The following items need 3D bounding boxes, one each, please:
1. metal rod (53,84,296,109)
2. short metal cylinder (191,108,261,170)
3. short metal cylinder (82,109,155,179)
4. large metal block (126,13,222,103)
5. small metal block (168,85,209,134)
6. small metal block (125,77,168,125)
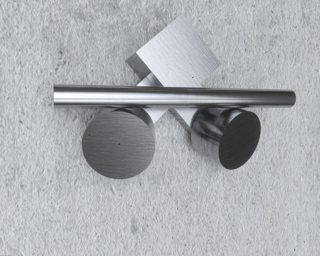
[{"bbox_3d":[0.033,-0.036,0.368,0.303,0.025,0.025,-2,91,-20],"label":"metal rod"},{"bbox_3d":[0.089,0.009,0.415,0.081,0.050,0.079,-16,117,-33],"label":"short metal cylinder"},{"bbox_3d":[-0.046,0.013,0.365,0.081,0.050,0.079,0,107,-1],"label":"short metal cylinder"},{"bbox_3d":[0.017,-0.085,0.401,0.080,0.050,0.080,-44,104,-15],"label":"large metal block"},{"bbox_3d":[0.045,-0.027,0.427,0.050,0.025,0.050,-45,104,-14],"label":"small metal block"},{"bbox_3d":[-0.023,-0.029,0.402,0.050,0.025,0.050,-45,104,-15],"label":"small metal block"}]
